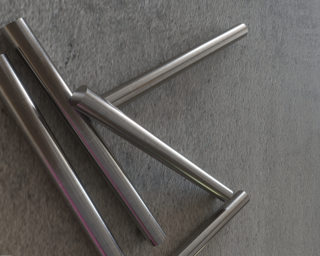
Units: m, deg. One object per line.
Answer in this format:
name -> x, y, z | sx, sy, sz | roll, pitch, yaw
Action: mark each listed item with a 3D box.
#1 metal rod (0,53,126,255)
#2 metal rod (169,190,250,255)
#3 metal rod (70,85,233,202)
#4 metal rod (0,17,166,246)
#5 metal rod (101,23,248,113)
metal rod -> -0.093, 0.066, 0.328 | 0.025, 0.025, 0.299 | -38, 114, -34
metal rod -> 0.035, 0.177, 0.437 | 0.302, 0.025, 0.025 | -30, 109, -36
metal rod -> 0.012, 0.037, 0.401 | 0.301, 0.025, 0.025 | 37, 67, -40
metal rod -> -0.071, 0.023, 0.346 | 0.025, 0.025, 0.299 | -44, 117, -31
metal rod -> 0.034, -0.094, 0.435 | 0.302, 0.025, 0.025 | -35, 112, -35
